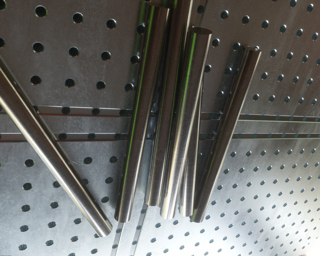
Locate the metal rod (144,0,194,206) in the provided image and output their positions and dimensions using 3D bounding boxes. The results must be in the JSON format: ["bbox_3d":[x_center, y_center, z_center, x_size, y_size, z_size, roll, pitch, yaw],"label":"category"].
[{"bbox_3d":[0.007,-0.020,0.401,0.025,0.025,0.298,-6,121,-25],"label":"metal rod"}]

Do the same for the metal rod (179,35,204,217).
[{"bbox_3d":[0.044,0.013,0.441,0.025,0.025,0.298,-14,124,-21],"label":"metal rod"}]

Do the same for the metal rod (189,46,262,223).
[{"bbox_3d":[0.093,0.026,0.476,0.025,0.025,0.298,-2,119,-28],"label":"metal rod"}]

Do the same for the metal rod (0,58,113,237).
[{"bbox_3d":[-0.123,0.039,0.367,0.025,0.025,0.299,-28,128,-10],"label":"metal rod"}]

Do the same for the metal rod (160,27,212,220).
[{"bbox_3d":[0.028,0.017,0.419,0.025,0.025,0.298,-10,128,-23],"label":"metal rod"}]

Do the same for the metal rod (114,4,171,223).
[{"bbox_3d":[-0.028,0.001,0.395,0.025,0.025,0.298,-3,120,-27],"label":"metal rod"}]
